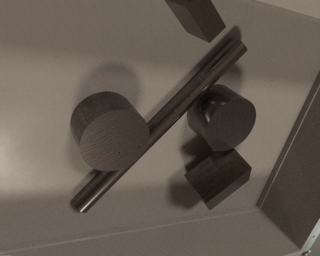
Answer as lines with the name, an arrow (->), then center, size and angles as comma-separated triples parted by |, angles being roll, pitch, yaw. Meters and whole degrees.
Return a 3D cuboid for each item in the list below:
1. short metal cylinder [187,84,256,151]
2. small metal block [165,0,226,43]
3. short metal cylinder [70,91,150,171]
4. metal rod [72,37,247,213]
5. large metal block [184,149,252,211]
short metal cylinder -> 0.085, -0.015, 0.432 | 0.081, 0.050, 0.079 | -14, 124, -21
small metal block -> 0.038, -0.125, 0.337 | 0.025, 0.050, 0.050 | -45, 130, 2
short metal cylinder -> -0.059, 0.004, 0.364 | 0.081, 0.050, 0.079 | -14, 125, -21
metal rod -> -0.002, -0.002, 0.407 | 0.300, 0.025, 0.025 | -45, 130, 3
large metal block -> 0.089, 0.076, 0.471 | 0.080, 0.050, 0.080 | -37, 155, -4
